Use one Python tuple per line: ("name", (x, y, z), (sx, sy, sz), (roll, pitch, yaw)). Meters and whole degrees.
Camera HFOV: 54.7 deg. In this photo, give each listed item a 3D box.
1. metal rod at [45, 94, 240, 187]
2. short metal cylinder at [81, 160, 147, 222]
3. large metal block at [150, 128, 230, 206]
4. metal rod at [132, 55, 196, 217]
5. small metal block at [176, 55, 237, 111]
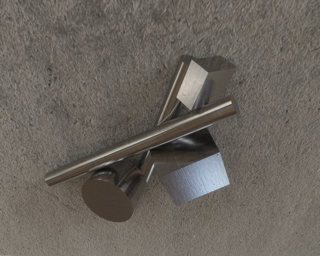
("metal rod", (-0.041, 0.026, 0.408), (0.300, 0.025, 0.025), (-23, 127, 26))
("short metal cylinder", (-0.066, 0.090, 0.452), (0.080, 0.050, 0.079), (11, 125, 17))
("large metal block", (0.041, 0.052, 0.418), (0.080, 0.050, 0.080), (-23, 137, 3))
("metal rod", (-0.010, 0.034, 0.436), (0.025, 0.025, 0.298), (13, 129, -11))
("small metal block", (0.052, -0.051, 0.349), (0.050, 0.025, 0.050), (-18, 143, -40))
